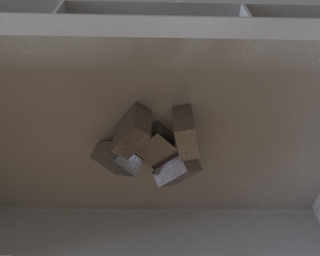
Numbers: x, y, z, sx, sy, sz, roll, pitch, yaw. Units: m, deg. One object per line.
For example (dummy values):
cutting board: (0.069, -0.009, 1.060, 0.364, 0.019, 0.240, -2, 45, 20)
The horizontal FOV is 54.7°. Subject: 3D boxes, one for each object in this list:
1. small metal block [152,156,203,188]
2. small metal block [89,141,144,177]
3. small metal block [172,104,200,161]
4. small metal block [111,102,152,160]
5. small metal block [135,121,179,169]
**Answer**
small metal block: (0.025, 0.061, 0.442, 0.050, 0.025, 0.050, -34, 160, 24)
small metal block: (-0.060, 0.043, 0.427, 0.050, 0.025, 0.050, 41, 152, -30)
small metal block: (0.033, 0.006, 0.395, 0.025, 0.050, 0.050, -9, 130, 6)
small metal block: (-0.035, 0.004, 0.392, 0.025, 0.050, 0.050, 30, 124, -23)
small metal block: (-0.005, 0.026, 0.428, 0.050, 0.025, 0.050, -34, 123, 25)
